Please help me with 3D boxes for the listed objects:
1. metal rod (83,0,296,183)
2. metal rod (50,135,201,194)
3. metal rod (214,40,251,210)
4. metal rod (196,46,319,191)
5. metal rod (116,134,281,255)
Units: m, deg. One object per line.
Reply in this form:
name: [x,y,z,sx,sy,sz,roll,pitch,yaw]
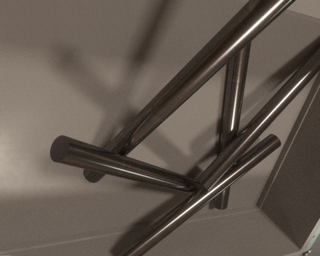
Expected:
metal rod: [0.003,-0.023,0.317,0.025,0.025,0.299,18,134,-36]
metal rod: [-0.008,0.061,0.397,0.025,0.025,0.301,-52,143,8]
metal rod: [0.107,0.011,0.476,0.025,0.025,0.298,-15,125,-21]
metal rod: [0.165,-0.025,0.463,0.300,0.025,0.025,-46,130,-6]
metal rod: [0.068,0.100,0.464,0.302,0.025,0.025,-34,130,-17]
